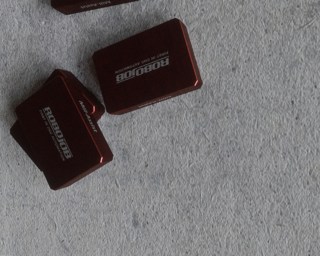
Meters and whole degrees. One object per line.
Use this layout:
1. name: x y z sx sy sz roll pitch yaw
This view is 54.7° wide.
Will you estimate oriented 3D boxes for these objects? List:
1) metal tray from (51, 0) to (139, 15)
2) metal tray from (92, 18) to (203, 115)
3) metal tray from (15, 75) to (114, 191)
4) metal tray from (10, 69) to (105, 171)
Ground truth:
1. metal tray: -0.093 -0.219 0.439 0.130 0.030 0.089 -3 89 19
2. metal tray: -0.019 -0.078 0.413 0.130 0.030 0.090 -17 84 19
3. metal tray: -0.132 0.007 0.420 0.090 0.030 0.130 -31 80 17
4. metal tray: -0.154 -0.011 0.461 0.090 0.030 0.130 45 104 14
